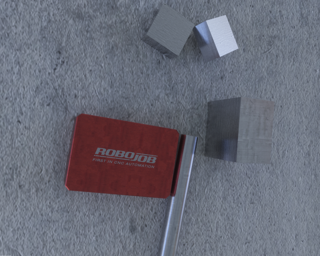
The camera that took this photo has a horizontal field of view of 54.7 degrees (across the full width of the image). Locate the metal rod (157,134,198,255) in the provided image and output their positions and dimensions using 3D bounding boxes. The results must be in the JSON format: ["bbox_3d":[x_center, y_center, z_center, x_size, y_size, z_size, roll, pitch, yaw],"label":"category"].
[{"bbox_3d":[0.012,0.157,0.414,0.025,0.025,0.298,12,86,-20],"label":"metal rod"}]

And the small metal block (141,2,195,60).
[{"bbox_3d":[0.010,-0.128,0.414,0.050,0.025,0.050,30,80,-18],"label":"small metal block"}]

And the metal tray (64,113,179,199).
[{"bbox_3d":[-0.046,0.037,0.390,0.131,0.030,0.089,10,87,-20],"label":"metal tray"}]

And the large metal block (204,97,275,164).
[{"bbox_3d":[0.105,0.004,0.420,0.050,0.080,0.080,5,88,-20],"label":"large metal block"}]

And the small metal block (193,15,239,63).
[{"bbox_3d":[0.077,-0.124,0.430,0.050,0.025,0.050,-31,102,-41],"label":"small metal block"}]
